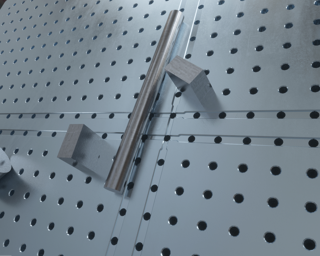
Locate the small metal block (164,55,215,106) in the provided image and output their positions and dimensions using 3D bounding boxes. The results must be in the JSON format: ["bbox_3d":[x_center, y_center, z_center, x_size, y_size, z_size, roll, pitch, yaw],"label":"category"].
[{"bbox_3d":[0.039,-0.063,0.410,0.025,0.050,0.050,-47,51,-4],"label":"small metal block"}]

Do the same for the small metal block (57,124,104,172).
[{"bbox_3d":[-0.109,0.028,0.432,0.025,0.050,0.050,-1,62,28],"label":"small metal block"}]

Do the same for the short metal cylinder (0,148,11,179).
[{"bbox_3d":[-0.287,0.056,0.490,0.050,0.080,0.080,-41,51,1],"label":"short metal cylinder"}]

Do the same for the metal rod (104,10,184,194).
[{"bbox_3d":[-0.016,-0.052,0.448,0.025,0.025,0.300,4,64,30],"label":"metal rod"}]
